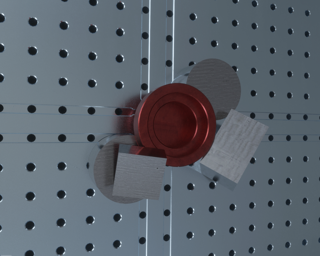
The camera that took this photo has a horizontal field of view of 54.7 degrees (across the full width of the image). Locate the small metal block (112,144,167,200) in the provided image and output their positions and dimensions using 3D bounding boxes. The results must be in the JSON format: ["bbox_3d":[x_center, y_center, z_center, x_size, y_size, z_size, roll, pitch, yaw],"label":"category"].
[{"bbox_3d":[-0.023,0.048,0.338,0.050,0.025,0.050,8,107,-8],"label":"small metal block"}]

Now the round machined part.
[{"bbox_3d":[0.015,-0.004,0.378,0.099,0.042,0.097,0,90,-20],"label":"round machined part"}]

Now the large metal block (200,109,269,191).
[{"bbox_3d":[0.096,0.032,0.412,0.050,0.080,0.080,29,79,17],"label":"large metal block"}]

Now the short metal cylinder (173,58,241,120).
[{"bbox_3d":[0.062,-0.050,0.422,0.081,0.050,0.079,0,90,-20],"label":"short metal cylinder"}]

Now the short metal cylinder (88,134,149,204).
[{"bbox_3d":[-0.045,0.048,0.382,0.081,0.050,0.079,0,90,-20],"label":"short metal cylinder"}]
